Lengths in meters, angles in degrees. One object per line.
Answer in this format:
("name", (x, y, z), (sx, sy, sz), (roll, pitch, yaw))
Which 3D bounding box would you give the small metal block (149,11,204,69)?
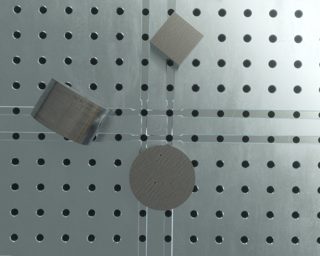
("small metal block", (0.022, -0.116, 0.413), (0.050, 0.025, 0.050), (39, 90, 0))

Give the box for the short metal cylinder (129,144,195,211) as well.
("short metal cylinder", (0.003, 0.060, 0.401), (0.081, 0.050, 0.079), (0, 90, 0))

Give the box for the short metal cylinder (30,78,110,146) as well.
("short metal cylinder", (-0.110, -0.020, 0.385), (0.080, 0.080, 0.050), (31, 90, 0))
